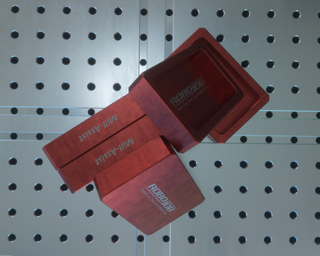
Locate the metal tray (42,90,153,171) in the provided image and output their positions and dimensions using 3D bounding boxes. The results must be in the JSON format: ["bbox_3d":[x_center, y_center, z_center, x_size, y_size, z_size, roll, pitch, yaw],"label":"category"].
[{"bbox_3d":[-0.067,0.000,0.380,0.130,0.090,0.030,-32,90,0],"label":"metal tray"}]

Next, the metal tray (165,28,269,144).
[{"bbox_3d":[0.066,-0.054,0.410,0.090,0.030,0.130,-44,91,0],"label":"metal tray"}]

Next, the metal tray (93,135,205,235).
[{"bbox_3d":[-0.006,0.074,0.367,0.090,0.130,0.030,-32,49,0],"label":"metal tray"}]

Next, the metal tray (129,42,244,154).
[{"bbox_3d":[0.036,-0.041,0.357,0.090,0.030,0.131,51,45,0],"label":"metal tray"}]

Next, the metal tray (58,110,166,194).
[{"bbox_3d":[-0.049,0.025,0.379,0.130,0.090,0.030,-32,90,0],"label":"metal tray"}]
